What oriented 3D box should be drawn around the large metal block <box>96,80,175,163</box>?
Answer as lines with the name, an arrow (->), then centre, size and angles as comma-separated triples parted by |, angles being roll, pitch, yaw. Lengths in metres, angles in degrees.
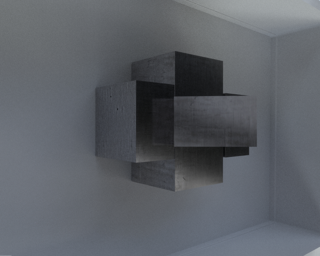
large metal block -> -0.030, -0.007, 0.345 | 0.050, 0.080, 0.080 | 0, 90, -40

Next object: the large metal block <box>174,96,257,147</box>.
large metal block -> 0.058, -0.007, 0.344 | 0.080, 0.080, 0.050 | -4, 94, -85

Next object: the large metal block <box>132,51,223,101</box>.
large metal block -> 0.021, -0.058, 0.387 | 0.081, 0.080, 0.050 | 0, 91, -40

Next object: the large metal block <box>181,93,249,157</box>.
large metal block -> 0.074, -0.004, 0.429 | 0.050, 0.080, 0.080 | 0, 90, -41

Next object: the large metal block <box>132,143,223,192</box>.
large metal block -> 0.021, 0.043, 0.387 | 0.081, 0.080, 0.050 | 0, 91, -40
